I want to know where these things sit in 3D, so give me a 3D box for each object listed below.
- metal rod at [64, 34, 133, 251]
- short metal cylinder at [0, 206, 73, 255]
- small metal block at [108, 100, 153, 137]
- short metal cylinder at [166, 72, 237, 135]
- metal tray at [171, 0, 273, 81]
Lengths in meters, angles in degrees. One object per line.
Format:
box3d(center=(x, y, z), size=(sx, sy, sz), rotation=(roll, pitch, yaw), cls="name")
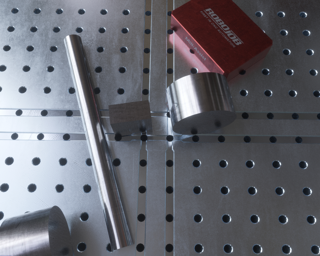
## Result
box3d(center=(-0.086, 0.005, 0.409), size=(0.025, 0.025, 0.299), rotation=(-16, 71, -6), cls="metal rod")
box3d(center=(-0.131, 0.130, 0.334), size=(0.050, 0.080, 0.080), rotation=(-14, 71, -5), cls="short metal cylinder")
box3d(center=(-0.037, -0.011, 0.402), size=(0.050, 0.050, 0.025), rotation=(-8, 71, -3), cls="small metal block")
box3d(center=(0.051, -0.029, 0.393), size=(0.081, 0.080, 0.050), rotation=(-8, 71, -3), cls="short metal cylinder")
box3d(center=(0.089, -0.141, 0.461), size=(0.090, 0.030, 0.130), rotation=(-34, 74, -12), cls="metal tray")
